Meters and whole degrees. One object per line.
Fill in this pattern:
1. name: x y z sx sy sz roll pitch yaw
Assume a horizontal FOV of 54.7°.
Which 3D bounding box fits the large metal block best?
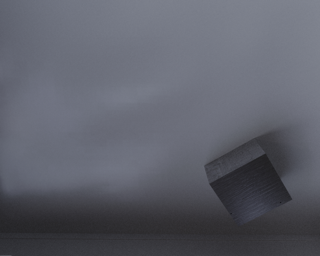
1. large metal block: 0.119 0.074 0.426 0.080 0.050 0.080 -31 107 10
